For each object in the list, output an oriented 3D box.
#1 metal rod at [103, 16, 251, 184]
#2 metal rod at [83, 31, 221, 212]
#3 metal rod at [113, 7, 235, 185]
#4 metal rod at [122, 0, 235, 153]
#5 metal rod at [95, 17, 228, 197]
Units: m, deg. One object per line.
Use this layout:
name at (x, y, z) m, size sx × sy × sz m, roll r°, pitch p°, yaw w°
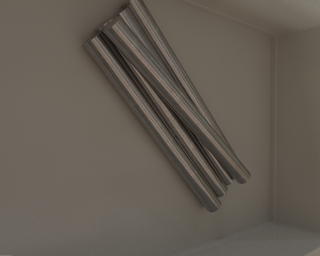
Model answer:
metal rod at (0.039, -0.017, 0.404) m, size 0.300 × 0.025 × 0.025 m, roll 46°, pitch 63°, yaw -30°
metal rod at (0.004, 0.010, 0.408) m, size 0.025 × 0.025 × 0.300 m, roll -51°, pitch 120°, yaw -28°
metal rod at (0.030, -0.026, 0.430) m, size 0.025 × 0.025 × 0.300 m, roll -51°, pitch 120°, yaw -28°
metal rod at (0.043, -0.046, 0.440) m, size 0.025 × 0.025 × 0.300 m, roll -51°, pitch 120°, yaw -28°
metal rod at (0.016, -0.010, 0.418) m, size 0.025 × 0.025 × 0.300 m, roll -51°, pitch 120°, yaw -28°
